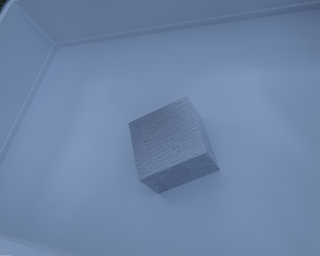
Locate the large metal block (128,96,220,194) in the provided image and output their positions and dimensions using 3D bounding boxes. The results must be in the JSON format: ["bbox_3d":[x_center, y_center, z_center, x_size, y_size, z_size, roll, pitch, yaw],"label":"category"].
[{"bbox_3d":[0.015,0.021,0.370,0.080,0.050,0.080,-24,53,13],"label":"large metal block"}]
